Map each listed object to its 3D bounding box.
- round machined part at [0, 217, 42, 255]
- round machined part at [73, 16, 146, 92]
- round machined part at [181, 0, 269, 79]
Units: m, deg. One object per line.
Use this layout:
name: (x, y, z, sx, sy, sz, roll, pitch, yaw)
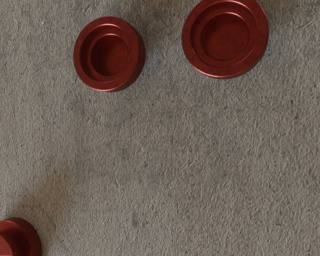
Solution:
round machined part: (-0.239, 0.194, 0.484, 0.098, 0.042, 0.097, 0, 90, 20)
round machined part: (-0.064, -0.097, 0.423, 0.098, 0.042, 0.097, 0, 90, 20)
round machined part: (0.079, -0.107, 0.372, 0.098, 0.042, 0.097, 0, 90, 20)
